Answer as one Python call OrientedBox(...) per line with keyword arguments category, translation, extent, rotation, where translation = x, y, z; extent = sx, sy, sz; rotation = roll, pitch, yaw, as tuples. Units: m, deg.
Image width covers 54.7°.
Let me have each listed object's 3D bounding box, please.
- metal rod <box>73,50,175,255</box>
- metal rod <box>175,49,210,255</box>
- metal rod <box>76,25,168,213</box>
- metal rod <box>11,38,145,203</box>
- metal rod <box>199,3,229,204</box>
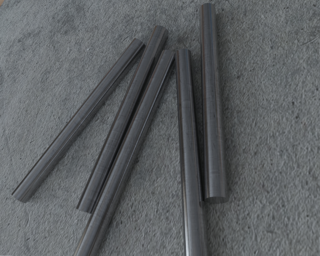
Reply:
OrientedBox(category="metal rod", translation=(-0.038, 0.022, 0.410), extent=(0.025, 0.025, 0.300), rotation=(8, 65, 32))
OrientedBox(category="metal rod", translation=(0.036, 0.021, 0.372), extent=(0.025, 0.025, 0.299), rotation=(-14, 56, 20))
OrientedBox(category="metal rod", translation=(-0.046, -0.026, 0.443), extent=(0.025, 0.025, 0.300), rotation=(6, 65, 31))
OrientedBox(category="metal rod", translation=(-0.118, -0.018, 0.477), extent=(0.025, 0.025, 0.300), rotation=(27, 76, 37))
OrientedBox(category="metal rod", translation=(0.066, -0.053, 0.401), extent=(0.025, 0.025, 0.299), rotation=(-11, 57, 22))
